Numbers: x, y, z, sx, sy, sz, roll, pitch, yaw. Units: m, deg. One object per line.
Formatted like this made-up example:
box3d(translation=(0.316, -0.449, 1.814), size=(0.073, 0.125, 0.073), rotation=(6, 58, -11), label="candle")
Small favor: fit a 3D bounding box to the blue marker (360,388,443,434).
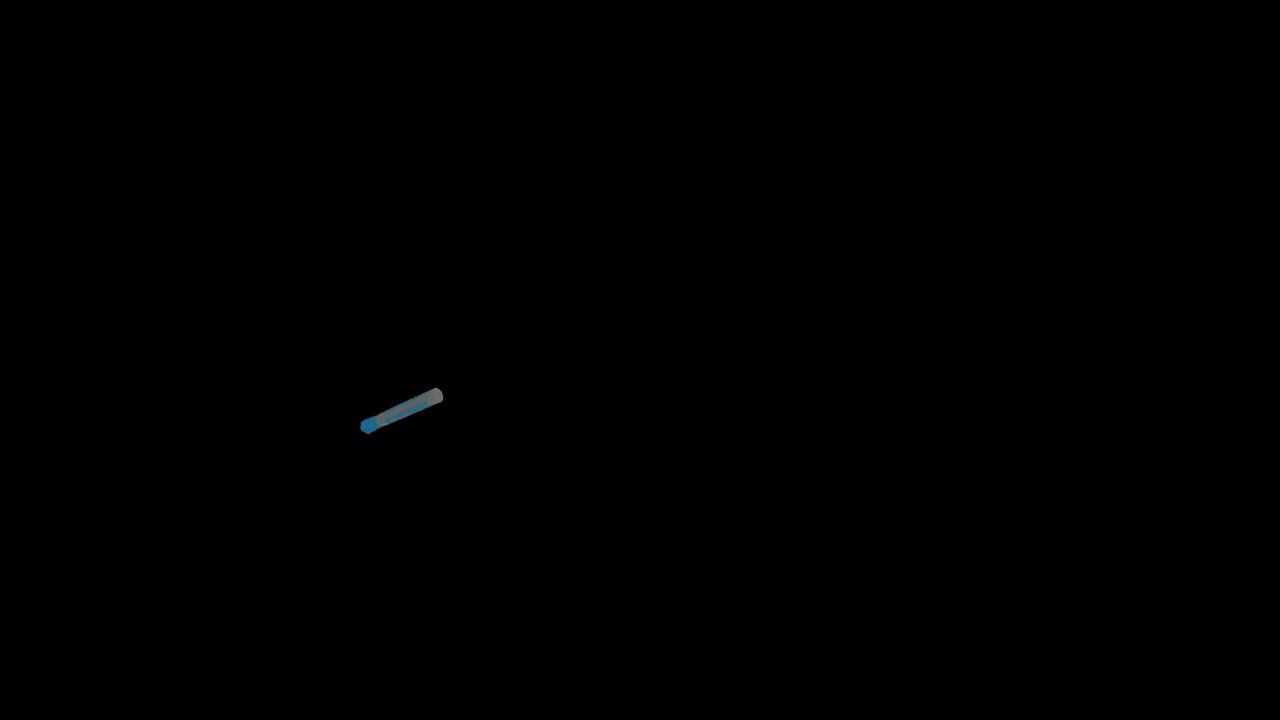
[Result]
box3d(translation=(-0.299, 0.065, 0.766), size=(0.121, 0.020, 0.020), rotation=(-23, -6, 16), label="blue marker")
